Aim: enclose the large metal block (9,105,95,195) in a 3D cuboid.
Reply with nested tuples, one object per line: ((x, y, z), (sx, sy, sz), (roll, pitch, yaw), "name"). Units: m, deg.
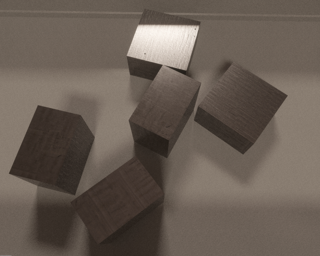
((-0.122, 0.030, 0.368), (0.050, 0.080, 0.080), (13, 71, 4), "large metal block")

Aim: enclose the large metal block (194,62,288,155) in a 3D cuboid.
((0.103, -0.025, 0.407), (0.080, 0.050, 0.080), (36, 74, 12), "large metal block")

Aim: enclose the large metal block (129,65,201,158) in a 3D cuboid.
((0.006, -0.017, 0.387), (0.050, 0.080, 0.080), (27, 72, 9), "large metal block")

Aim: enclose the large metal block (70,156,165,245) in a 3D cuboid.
((-0.043, 0.084, 0.349), (0.080, 0.080, 0.050), (-35, 74, -12), "large metal block")

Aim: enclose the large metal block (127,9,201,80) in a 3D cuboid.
((0.006, -0.112, 0.437), (0.080, 0.050, 0.080), (15, 71, 5), "large metal block")
